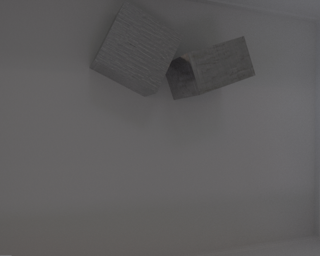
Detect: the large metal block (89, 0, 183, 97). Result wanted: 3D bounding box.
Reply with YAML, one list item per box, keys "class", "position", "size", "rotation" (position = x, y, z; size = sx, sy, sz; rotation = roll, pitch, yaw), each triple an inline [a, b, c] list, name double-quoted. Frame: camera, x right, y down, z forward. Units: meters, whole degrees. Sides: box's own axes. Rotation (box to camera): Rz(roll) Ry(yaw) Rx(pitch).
- class: "large metal block"
  position: [-0.030, -0.095, 0.386]
  size: [0.080, 0.050, 0.080]
  rotation: [27, 81, -18]

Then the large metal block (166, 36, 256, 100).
- class: "large metal block"
  position: [0.061, -0.075, 0.403]
  size: [0.081, 0.080, 0.050]
  rotation: [-21, 97, -19]
